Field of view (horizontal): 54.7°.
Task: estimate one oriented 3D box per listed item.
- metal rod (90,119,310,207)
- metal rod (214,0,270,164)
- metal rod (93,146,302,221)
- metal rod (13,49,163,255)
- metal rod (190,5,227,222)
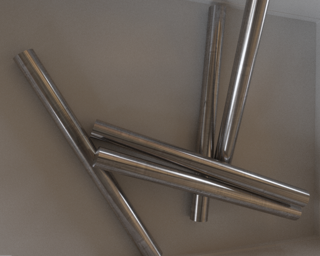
[{"bbox_3d":[0.059,0.049,0.406,0.302,0.025,0.025,19,84,-9],"label":"metal rod"},{"bbox_3d":[0.100,-0.065,0.380,0.025,0.025,0.298,-4,117,-20],"label":"metal rod"},{"bbox_3d":[0.062,0.078,0.405,0.302,0.025,0.025,18,84,-19],"label":"metal rod"},{"bbox_3d":[-0.082,0.043,0.380,0.025,0.025,0.299,-34,101,-17],"label":"metal rod"},{"bbox_3d":[0.068,-0.021,0.435,0.025,0.025,0.298,6,88,-20],"label":"metal rod"}]
